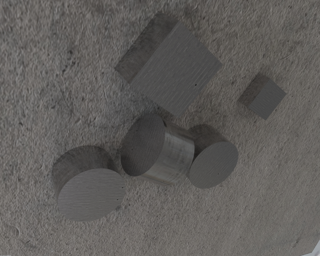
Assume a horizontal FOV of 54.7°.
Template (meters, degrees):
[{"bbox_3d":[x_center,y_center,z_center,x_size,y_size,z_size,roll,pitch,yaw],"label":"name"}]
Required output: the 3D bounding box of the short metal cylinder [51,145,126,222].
[{"bbox_3d":[-0.089,0.069,0.384,0.081,0.050,0.079,-14,124,-21],"label":"short metal cylinder"}]

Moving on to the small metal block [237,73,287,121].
[{"bbox_3d":[0.152,-0.046,0.462,0.050,0.025,0.050,27,103,-38],"label":"small metal block"}]

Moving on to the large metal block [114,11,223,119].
[{"bbox_3d":[0.010,-0.070,0.353,0.080,0.050,0.080,33,100,-38],"label":"large metal block"}]

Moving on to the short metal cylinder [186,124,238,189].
[{"bbox_3d":[0.066,0.041,0.453,0.081,0.050,0.079,-14,124,-21],"label":"short metal cylinder"}]

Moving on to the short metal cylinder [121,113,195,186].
[{"bbox_3d":[-0.004,0.028,0.386,0.050,0.080,0.080,26,104,-37],"label":"short metal cylinder"}]
